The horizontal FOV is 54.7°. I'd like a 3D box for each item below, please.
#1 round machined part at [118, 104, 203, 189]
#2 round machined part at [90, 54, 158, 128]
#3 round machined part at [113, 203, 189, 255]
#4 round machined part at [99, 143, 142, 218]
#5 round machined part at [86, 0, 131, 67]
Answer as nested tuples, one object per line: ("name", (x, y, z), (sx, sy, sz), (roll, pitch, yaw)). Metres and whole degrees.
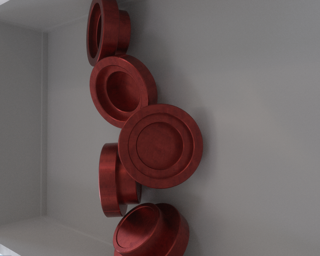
("round machined part", (-0.001, 0.022, 0.374), (0.042, 0.099, 0.097), (159, 107, -80))
("round machined part", (-0.044, -0.051, 0.419), (0.098, 0.042, 0.097), (14, 118, 28))
("round machined part", (-0.017, 0.130, 0.373), (0.098, 0.098, 0.042), (-17, 122, 39))
("round machined part", (-0.049, 0.068, 0.412), (0.042, 0.098, 0.097), (-3, 87, 2))
("round machined part", (-0.073, -0.135, 0.441), (0.098, 0.042, 0.097), (-1, 89, 64))
